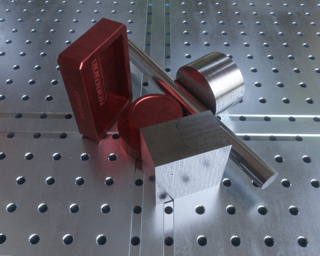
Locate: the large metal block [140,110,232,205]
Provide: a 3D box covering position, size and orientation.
[{"bbox_3d":[0.025,0.034,0.344,0.081,0.080,0.050,-15,52,-13],"label":"large metal block"}]

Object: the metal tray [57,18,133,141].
[{"bbox_3d":[-0.073,-0.056,0.386,0.030,0.129,0.090,22,53,17],"label":"metal tray"}]

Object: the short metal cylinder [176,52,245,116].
[{"bbox_3d":[0.066,-0.056,0.418,0.050,0.080,0.080,-30,57,-23],"label":"short metal cylinder"}]

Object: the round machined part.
[{"bbox_3d":[-0.006,-0.007,0.402,0.099,0.042,0.098,0,50,0],"label":"round machined part"}]

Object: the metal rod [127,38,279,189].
[{"bbox_3d":[0.032,-0.037,0.411,0.025,0.025,0.300,-28,56,-22],"label":"metal rod"}]
